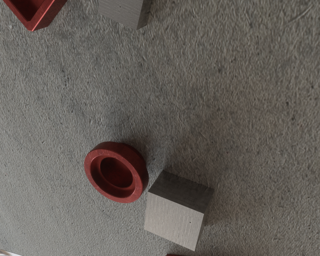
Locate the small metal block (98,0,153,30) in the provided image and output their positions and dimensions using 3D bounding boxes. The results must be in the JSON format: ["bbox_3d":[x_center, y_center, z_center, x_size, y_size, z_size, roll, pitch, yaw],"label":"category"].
[{"bbox_3d":[-0.036,-0.142,0.337,0.050,0.025,0.050,27,128,10],"label":"small metal block"}]

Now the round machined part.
[{"bbox_3d":[-0.060,0.061,0.464,0.098,0.042,0.097,13,124,20],"label":"round machined part"}]

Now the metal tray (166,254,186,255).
[{"bbox_3d":[0.073,0.263,0.526,0.130,0.030,0.090,-8,115,31],"label":"metal tray"}]

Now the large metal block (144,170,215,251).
[{"bbox_3d":[0.027,0.119,0.449,0.080,0.050,0.079,18,126,17],"label":"large metal block"}]

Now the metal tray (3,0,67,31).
[{"bbox_3d":[-0.169,-0.195,0.369,0.090,0.030,0.130,-32,101,38],"label":"metal tray"}]
